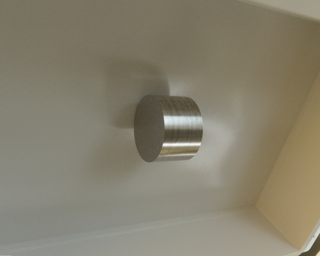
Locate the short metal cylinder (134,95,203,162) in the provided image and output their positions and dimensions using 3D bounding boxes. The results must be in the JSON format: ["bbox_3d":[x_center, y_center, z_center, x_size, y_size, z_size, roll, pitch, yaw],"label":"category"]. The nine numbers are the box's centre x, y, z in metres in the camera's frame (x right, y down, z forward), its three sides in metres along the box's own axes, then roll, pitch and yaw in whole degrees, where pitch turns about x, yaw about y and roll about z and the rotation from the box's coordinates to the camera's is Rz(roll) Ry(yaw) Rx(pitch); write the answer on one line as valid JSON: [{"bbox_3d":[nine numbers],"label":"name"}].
[{"bbox_3d":[0.008,0.001,0.376,0.050,0.080,0.079,0,118,-29],"label":"short metal cylinder"}]
